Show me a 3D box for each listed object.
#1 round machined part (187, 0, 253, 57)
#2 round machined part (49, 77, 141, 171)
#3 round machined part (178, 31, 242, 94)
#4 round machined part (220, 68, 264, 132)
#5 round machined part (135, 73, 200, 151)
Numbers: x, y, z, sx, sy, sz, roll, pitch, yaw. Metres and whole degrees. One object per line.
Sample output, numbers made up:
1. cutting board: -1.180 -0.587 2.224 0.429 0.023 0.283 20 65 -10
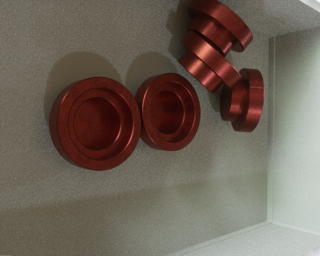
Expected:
1. round machined part: 0.077 -0.136 0.434 0.098 0.098 0.042 33 98 -36
2. round machined part: -0.072 -0.004 0.336 0.099 0.042 0.097 0 90 -40
3. round machined part: 0.063 -0.085 0.427 0.098 0.098 0.042 35 105 -35
4. round machined part: 0.121 -0.043 0.476 0.042 0.098 0.097 5 87 -3
5. round machined part: 0.004 -0.020 0.401 0.099 0.042 0.097 0 90 -40
